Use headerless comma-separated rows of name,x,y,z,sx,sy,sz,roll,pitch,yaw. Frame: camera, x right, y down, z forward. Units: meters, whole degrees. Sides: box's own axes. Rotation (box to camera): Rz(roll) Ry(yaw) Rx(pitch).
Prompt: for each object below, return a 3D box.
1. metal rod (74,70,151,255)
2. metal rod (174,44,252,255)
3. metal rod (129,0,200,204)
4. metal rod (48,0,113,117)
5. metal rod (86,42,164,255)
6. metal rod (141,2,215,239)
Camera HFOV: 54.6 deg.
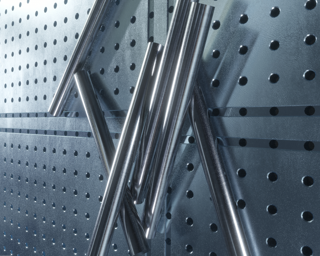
metal rod,-0.077,0.033,0.451,0.025,0.025,0.299,-43,57,32
metal rod,0.060,0.039,0.360,0.025,0.025,0.299,-24,75,37
metal rod,0.001,-0.033,0.383,0.025,0.025,0.298,32,118,35
metal rod,-0.121,-0.145,0.510,0.025,0.025,0.298,46,117,30
metal rod,-0.044,0.034,0.398,0.025,0.025,0.299,10,81,39
metal rod,0.013,0.008,0.373,0.025,0.025,0.298,29,116,36
